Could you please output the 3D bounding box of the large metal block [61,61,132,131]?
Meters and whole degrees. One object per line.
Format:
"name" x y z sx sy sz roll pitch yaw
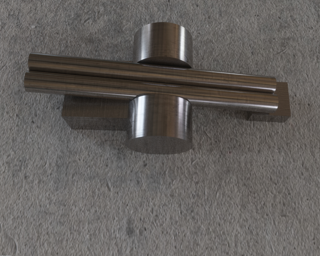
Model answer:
"large metal block" -0.078 -0.042 0.411 0.080 0.050 0.080 2 70 0

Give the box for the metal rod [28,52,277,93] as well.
"metal rod" -0.003 -0.066 0.386 0.302 0.025 0.025 4 70 -7

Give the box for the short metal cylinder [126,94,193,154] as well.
"short metal cylinder" 0.000 -0.002 0.381 0.080 0.080 0.050 1 70 0

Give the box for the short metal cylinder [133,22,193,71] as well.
"short metal cylinder" 0.004 -0.095 0.415 0.080 0.080 0.050 1 70 0

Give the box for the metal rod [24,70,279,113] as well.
"metal rod" -0.004 -0.043 0.377 0.302 0.025 0.025 4 70 -7

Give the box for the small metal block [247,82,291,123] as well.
"small metal block" 0.147 -0.036 0.424 0.050 0.025 0.050 3 70 1
